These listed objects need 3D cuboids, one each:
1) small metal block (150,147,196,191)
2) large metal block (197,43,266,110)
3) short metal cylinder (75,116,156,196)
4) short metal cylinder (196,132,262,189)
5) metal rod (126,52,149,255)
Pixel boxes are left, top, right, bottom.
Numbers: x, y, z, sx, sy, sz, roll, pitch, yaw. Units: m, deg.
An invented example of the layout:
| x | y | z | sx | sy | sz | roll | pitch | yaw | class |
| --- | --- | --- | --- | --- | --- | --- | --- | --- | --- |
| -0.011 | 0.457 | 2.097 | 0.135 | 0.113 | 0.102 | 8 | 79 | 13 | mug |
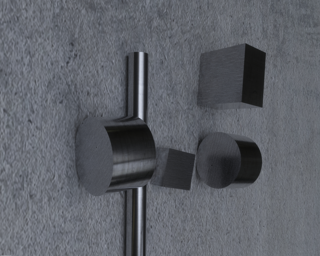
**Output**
| x | y | z | sx | sy | sz | roll | pitch | yaw | class |
| --- | --- | --- | --- | --- | --- | --- | --- | --- | --- |
| 0.018 | 0.056 | 0.420 | 0.050 | 0.025 | 0.050 | 17 | 79 | -39 | small metal block |
| 0.104 | -0.071 | 0.456 | 0.050 | 0.080 | 0.080 | 8 | 85 | -40 | large metal block |
| -0.049 | 0.027 | 0.328 | 0.050 | 0.080 | 0.079 | -4 | 93 | -40 | short metal cylinder |
| 0.100 | 0.048 | 0.453 | 0.050 | 0.080 | 0.080 | 9 | 85 | -40 | short metal cylinder |
| -0.028 | 0.058 | 0.381 | 0.025 | 0.025 | 0.298 | 1 | 89 | -40 | metal rod |
